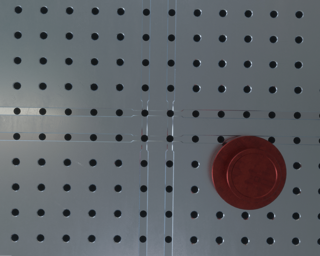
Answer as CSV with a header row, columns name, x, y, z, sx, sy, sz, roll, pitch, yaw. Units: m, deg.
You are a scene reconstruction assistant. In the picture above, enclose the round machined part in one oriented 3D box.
name,x,y,z,sx,sy,sz,roll,pitch,yaw
round machined part,0.117,0.059,0.406,0.099,0.042,0.097,0,90,0
